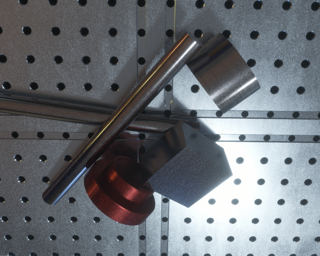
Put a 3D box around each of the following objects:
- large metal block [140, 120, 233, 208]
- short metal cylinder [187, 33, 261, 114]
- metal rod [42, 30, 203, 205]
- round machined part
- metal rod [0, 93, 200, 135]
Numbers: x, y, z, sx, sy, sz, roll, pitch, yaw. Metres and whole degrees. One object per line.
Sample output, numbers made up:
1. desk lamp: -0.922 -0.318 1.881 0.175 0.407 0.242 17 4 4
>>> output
1. large metal block: 0.032 0.049 0.401 0.080 0.050 0.080 32 119 -27
2. short metal cylinder: 0.072 -0.063 0.362 0.050 0.080 0.080 -36 107 12
3. metal rod: -0.061 0.002 0.386 0.025 0.025 0.299 39 114 -14
4. round machined part: -0.044 0.073 0.401 0.098 0.098 0.042 35 106 -13
5. metal rod: -0.099 -0.017 0.405 0.302 0.025 0.025 8 110 -4
